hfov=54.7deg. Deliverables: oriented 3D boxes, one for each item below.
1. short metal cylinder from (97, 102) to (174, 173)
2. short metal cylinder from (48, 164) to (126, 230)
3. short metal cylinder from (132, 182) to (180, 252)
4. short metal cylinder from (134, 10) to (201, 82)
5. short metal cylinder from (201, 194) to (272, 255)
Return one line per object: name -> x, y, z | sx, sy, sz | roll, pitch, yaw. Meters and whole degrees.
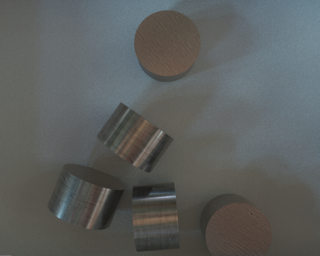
short metal cylinder -> -0.030, 0.011, 0.384 | 0.080, 0.080, 0.050 | 35, 90, 0
short metal cylinder -> -0.090, 0.083, 0.383 | 0.080, 0.080, 0.050 | 22, 90, 0
short metal cylinder -> -0.005, 0.109, 0.384 | 0.050, 0.080, 0.080 | -5, 90, 0
short metal cylinder -> 0.009, -0.103, 0.399 | 0.081, 0.050, 0.080 | 0, 90, 0
short metal cylinder -> 0.095, 0.130, 0.400 | 0.081, 0.050, 0.080 | 0, 90, 0
